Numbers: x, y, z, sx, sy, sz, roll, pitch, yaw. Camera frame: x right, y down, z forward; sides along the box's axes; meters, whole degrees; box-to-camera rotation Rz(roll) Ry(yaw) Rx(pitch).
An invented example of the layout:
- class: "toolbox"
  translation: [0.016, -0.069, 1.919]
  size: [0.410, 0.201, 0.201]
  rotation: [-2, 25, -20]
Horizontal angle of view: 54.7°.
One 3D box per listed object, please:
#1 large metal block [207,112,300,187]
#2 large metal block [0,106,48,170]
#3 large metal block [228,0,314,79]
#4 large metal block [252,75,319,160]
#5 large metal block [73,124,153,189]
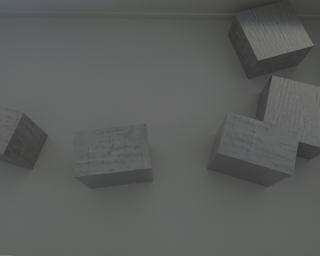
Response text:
- class: "large metal block"
  translation: [0.107, 0.029, 0.370]
  size: [0.080, 0.080, 0.050]
  rotation: [16, 71, 6]
- class: "large metal block"
  translation: [-0.197, 0.008, 0.376]
  size: [0.080, 0.080, 0.050]
  rotation: [15, 71, 5]
- class: "large metal block"
  translation: [0.154, -0.126, 0.443]
  size: [0.081, 0.050, 0.080]
  rotation: [-16, 71, -6]
- class: "large metal block"
  translation: [0.171, -0.013, 0.402]
  size: [0.080, 0.050, 0.080]
  rotation: [15, 71, 5]
- class: "large metal block"
  translation: [-0.052, 0.036, 0.367]
  size: [0.081, 0.080, 0.050]
  rotation: [-6, 70, -2]
